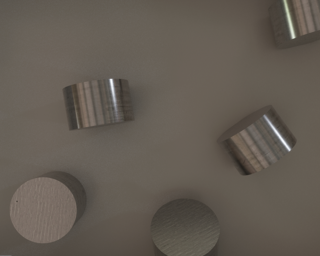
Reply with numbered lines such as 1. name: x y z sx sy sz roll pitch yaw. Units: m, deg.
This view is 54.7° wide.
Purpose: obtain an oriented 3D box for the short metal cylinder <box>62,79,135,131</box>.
1. short metal cylinder: -0.075 -0.028 0.383 0.080 0.080 0.050 -9 90 0

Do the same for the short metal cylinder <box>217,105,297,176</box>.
1. short metal cylinder: 0.118 0.015 0.385 0.080 0.080 0.050 -36 90 0

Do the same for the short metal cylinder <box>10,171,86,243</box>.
1. short metal cylinder: -0.141 0.099 0.398 0.081 0.050 0.080 0 90 0

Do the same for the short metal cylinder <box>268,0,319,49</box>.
1. short metal cylinder: 0.181 -0.136 0.385 0.080 0.080 0.050 -13 90 0

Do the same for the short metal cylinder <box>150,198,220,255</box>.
1. short metal cylinder: 0.031 0.134 0.377 0.080 0.080 0.050 -6 130 0
